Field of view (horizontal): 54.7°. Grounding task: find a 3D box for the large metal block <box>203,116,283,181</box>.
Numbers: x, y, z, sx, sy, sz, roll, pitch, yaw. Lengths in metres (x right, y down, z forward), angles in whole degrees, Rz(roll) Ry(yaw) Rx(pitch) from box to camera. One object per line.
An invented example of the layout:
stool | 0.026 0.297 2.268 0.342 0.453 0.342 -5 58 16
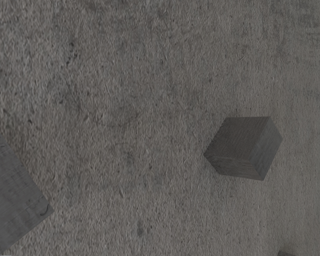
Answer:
large metal block | 0.128 0.029 0.476 0.050 0.080 0.080 50 60 -28

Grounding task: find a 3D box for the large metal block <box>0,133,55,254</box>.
large metal block | -0.142 0.046 0.250 0.050 0.080 0.080 -39 114 -33

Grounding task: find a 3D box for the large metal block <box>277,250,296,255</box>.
large metal block | 0.259 0.302 0.606 0.080 0.050 0.080 48 61 -29
